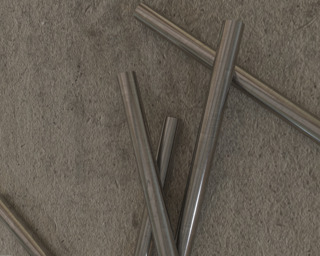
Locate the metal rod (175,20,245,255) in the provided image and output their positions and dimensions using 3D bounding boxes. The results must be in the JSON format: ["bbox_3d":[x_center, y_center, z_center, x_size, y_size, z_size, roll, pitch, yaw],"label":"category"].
[{"bbox_3d":[0.054,0.026,0.373,0.025,0.025,0.298,15,101,19],"label":"metal rod"}]

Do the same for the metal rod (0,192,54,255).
[{"bbox_3d":[-0.162,0.211,0.466,0.300,0.025,0.025,42,103,15],"label":"metal rod"}]

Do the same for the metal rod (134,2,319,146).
[{"bbox_3d":[0.087,-0.068,0.378,0.300,0.025,0.025,38,102,15],"label":"metal rod"}]

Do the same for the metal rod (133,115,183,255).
[{"bbox_3d":[-0.014,0.131,0.413,0.025,0.025,0.298,14,95,19],"label":"metal rod"}]

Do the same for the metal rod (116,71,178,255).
[{"bbox_3d":[-0.009,0.076,0.384,0.025,0.025,0.298,-15,86,19],"label":"metal rod"}]
